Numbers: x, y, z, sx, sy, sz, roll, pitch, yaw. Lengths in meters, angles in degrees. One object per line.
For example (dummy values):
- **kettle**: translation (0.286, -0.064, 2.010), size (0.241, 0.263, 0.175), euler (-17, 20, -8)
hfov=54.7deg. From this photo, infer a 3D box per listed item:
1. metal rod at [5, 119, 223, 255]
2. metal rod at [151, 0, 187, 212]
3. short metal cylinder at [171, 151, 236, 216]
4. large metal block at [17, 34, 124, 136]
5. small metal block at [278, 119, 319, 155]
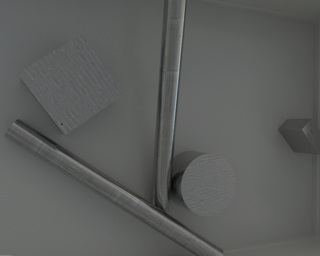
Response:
- **metal rod**: translation (-0.046, 0.085, 0.378), size (0.301, 0.025, 0.025), euler (35, 79, -11)
- **metal rod**: translation (0.010, -0.033, 0.368), size (0.025, 0.025, 0.298), euler (-3, 109, -20)
- **short metal cylinder**: translation (0.054, 0.072, 0.417), size (0.081, 0.050, 0.079), euler (0, 90, -23)
- **large metal block**: translation (-0.102, -0.048, 0.360), size (0.080, 0.050, 0.080), euler (-38, 103, -16)
- **small metal block**: translation (0.222, 0.013, 0.481), size (0.025, 0.050, 0.050), euler (-43, 104, -15)
